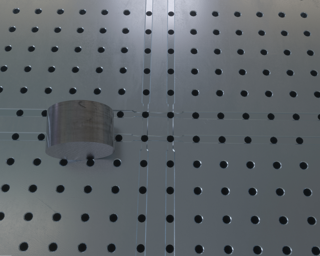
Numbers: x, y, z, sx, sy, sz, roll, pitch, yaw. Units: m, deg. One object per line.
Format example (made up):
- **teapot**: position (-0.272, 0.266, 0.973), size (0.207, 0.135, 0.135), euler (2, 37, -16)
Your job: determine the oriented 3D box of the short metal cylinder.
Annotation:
- **short metal cylinder**: position (-0.097, 0.005, 0.380), size (0.080, 0.080, 0.050), euler (-5, 70, -2)
